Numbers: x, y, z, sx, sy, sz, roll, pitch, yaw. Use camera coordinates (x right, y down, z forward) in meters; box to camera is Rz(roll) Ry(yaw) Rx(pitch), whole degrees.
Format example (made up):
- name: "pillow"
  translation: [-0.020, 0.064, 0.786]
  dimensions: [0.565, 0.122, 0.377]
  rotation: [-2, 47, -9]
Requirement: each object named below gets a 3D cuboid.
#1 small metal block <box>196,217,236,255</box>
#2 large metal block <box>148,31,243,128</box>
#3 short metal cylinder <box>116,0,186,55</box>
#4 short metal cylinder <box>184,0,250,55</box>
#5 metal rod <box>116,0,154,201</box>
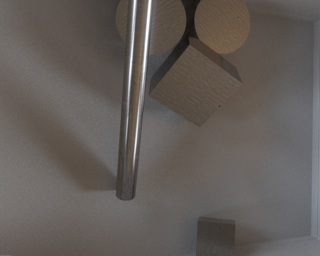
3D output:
- name: "small metal block"
  translation: [0.077, 0.153, 0.428]
  dimensions: [0.050, 0.025, 0.050]
  rotation: [2, 87, 12]
- name: "large metal block"
  translation: [0.043, -0.060, 0.393]
  dimensions: [0.080, 0.050, 0.080]
  rotation: [32, 119, -18]
- name: "short metal cylinder"
  translation: [-0.009, -0.136, 0.373]
  dimensions: [0.081, 0.050, 0.079]
  rotation: [1, 124, 1]
- name: "short metal cylinder"
  translation: [0.073, -0.139, 0.420]
  dimensions: [0.081, 0.050, 0.079]
  rotation: [-2, 98, -18]
- name: "metal rod"
  translation: [-0.028, -0.050, 0.338]
  dimensions: [0.025, 0.025, 0.298]
  rotation: [-2, 115, -20]
